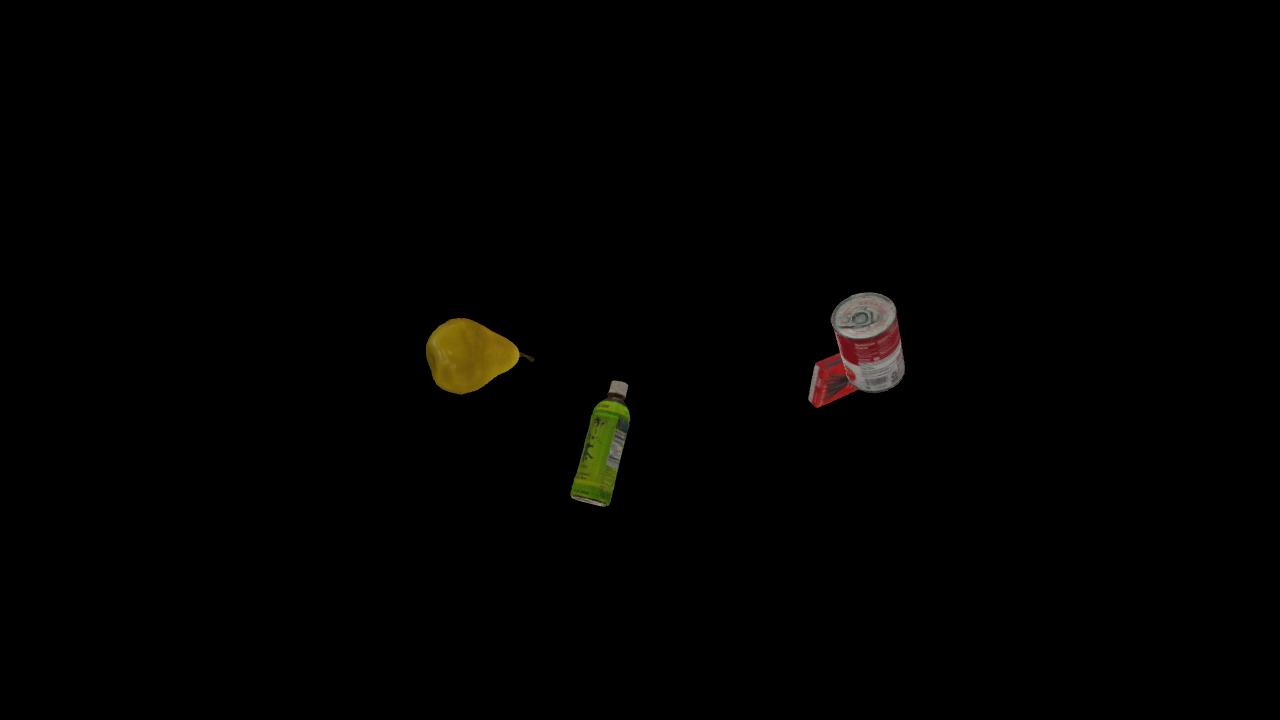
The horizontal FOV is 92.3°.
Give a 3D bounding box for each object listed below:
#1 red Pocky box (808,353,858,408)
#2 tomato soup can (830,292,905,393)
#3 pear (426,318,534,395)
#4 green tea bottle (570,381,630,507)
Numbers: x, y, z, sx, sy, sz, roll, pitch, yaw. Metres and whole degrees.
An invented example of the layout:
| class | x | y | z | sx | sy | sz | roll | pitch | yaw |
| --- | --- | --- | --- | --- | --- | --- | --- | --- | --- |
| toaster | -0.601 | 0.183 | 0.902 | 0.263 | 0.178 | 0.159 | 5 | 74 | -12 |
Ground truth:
| class | x | y | z | sx | sy | sz | roll | pitch | yaw |
| --- | --- | --- | --- | --- | --- | --- | --- | --- | --- |
| red Pocky box | 0.345 | 0.016 | 0.993 | 0.155 | 0.083 | 0.028 | -21 | 44 | -19 |
| tomato soup can | 0.260 | -0.018 | 0.695 | 0.068 | 0.068 | 0.101 | 0 | -38 | 31 |
| pear | -0.169 | -0.009 | 0.662 | 0.111 | 0.080 | 0.080 | -14 | 8 | -32 |
| green tea bottle | -0.058 | 0.138 | 1.045 | 0.073 | 0.212 | 0.073 | 14 | -19 | 5 |
